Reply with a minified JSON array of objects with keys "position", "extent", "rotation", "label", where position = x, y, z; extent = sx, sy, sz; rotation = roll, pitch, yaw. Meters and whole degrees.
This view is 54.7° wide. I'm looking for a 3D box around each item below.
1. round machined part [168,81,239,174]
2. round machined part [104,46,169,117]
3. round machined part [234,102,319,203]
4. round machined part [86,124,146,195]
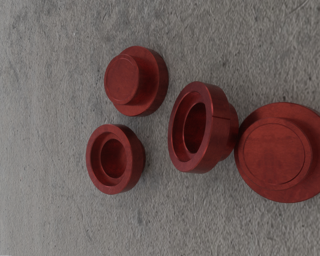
[{"position":[0.048,0.001,0.337],"extent":[0.098,0.042,0.097],"rotation":[-170,90,-68],"label":"round machined part"},{"position":[-0.039,-0.064,0.427],"extent":[0.098,0.042,0.097],"rotation":[0,90,40],"label":"round machined part"},{"position":[0.115,0.023,0.299],"extent":[0.098,0.042,0.097],"rotation":[0,90,40],"label":"round machined part"},{"position":[-0.059,0.043,0.443],"extent":[0.098,0.042,0.097],"rotation":[0,90,40],"label":"round machined part"}]
